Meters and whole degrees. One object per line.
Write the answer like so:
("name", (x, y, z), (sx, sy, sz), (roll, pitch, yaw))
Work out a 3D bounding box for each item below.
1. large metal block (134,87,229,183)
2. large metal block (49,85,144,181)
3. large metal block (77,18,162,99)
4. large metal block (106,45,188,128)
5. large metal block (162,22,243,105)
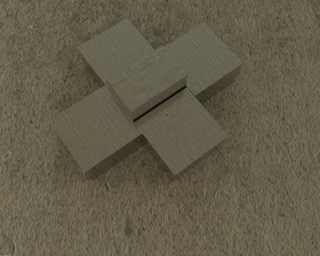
("large metal block", (0.025, 0.010, 0.392), (0.080, 0.050, 0.080), (-35, 74, -12))
("large metal block", (-0.077, 0.007, 0.392), (0.080, 0.050, 0.080), (-35, 74, -12))
("large metal block", (-0.053, -0.089, 0.427), (0.080, 0.050, 0.080), (-35, 74, -12))
("large metal block", (-0.015, -0.045, 0.396), (0.080, 0.080, 0.050), (-35, 74, -12))
("large metal block", (0.052, -0.084, 0.426), (0.080, 0.050, 0.080), (-35, 74, -12))
